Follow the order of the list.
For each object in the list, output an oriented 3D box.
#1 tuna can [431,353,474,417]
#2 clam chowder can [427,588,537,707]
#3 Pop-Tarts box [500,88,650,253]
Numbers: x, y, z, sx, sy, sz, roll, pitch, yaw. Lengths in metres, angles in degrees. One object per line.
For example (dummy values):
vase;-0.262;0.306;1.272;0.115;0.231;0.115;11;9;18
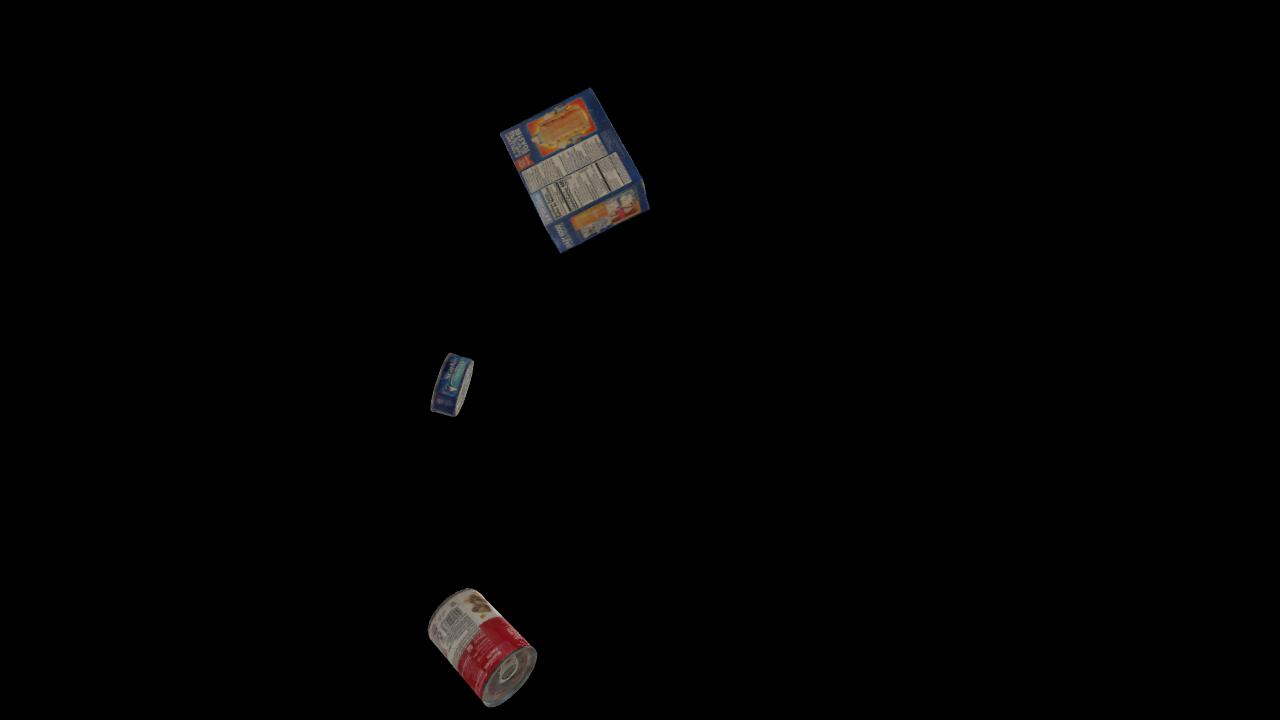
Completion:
tuna can;-0.254;0.035;0.837;0.034;0.084;0.084;17;-2;-8
clam chowder can;-0.166;0.296;0.641;0.102;0.068;0.068;28;16;33
Pop-Tarts box;-0.087;-0.256;0.837;0.141;0.167;0.083;-27;-19;0
